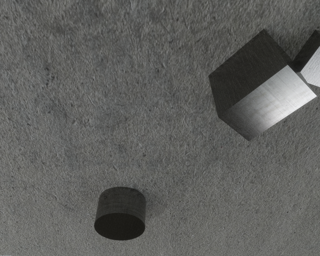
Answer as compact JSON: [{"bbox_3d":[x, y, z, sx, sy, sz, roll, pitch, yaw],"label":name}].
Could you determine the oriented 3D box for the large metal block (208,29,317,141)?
[{"bbox_3d":[0.104,-0.046,0.333,0.050,0.080,0.080,35,122,-26],"label":"large metal block"}]

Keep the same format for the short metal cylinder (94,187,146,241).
[{"bbox_3d":[-0.064,0.142,0.511,0.081,0.050,0.079,0,130,0],"label":"short metal cylinder"}]

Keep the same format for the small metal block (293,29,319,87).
[{"bbox_3d":[0.184,-0.075,0.347,0.050,0.025,0.050,15,129,-13],"label":"small metal block"}]
